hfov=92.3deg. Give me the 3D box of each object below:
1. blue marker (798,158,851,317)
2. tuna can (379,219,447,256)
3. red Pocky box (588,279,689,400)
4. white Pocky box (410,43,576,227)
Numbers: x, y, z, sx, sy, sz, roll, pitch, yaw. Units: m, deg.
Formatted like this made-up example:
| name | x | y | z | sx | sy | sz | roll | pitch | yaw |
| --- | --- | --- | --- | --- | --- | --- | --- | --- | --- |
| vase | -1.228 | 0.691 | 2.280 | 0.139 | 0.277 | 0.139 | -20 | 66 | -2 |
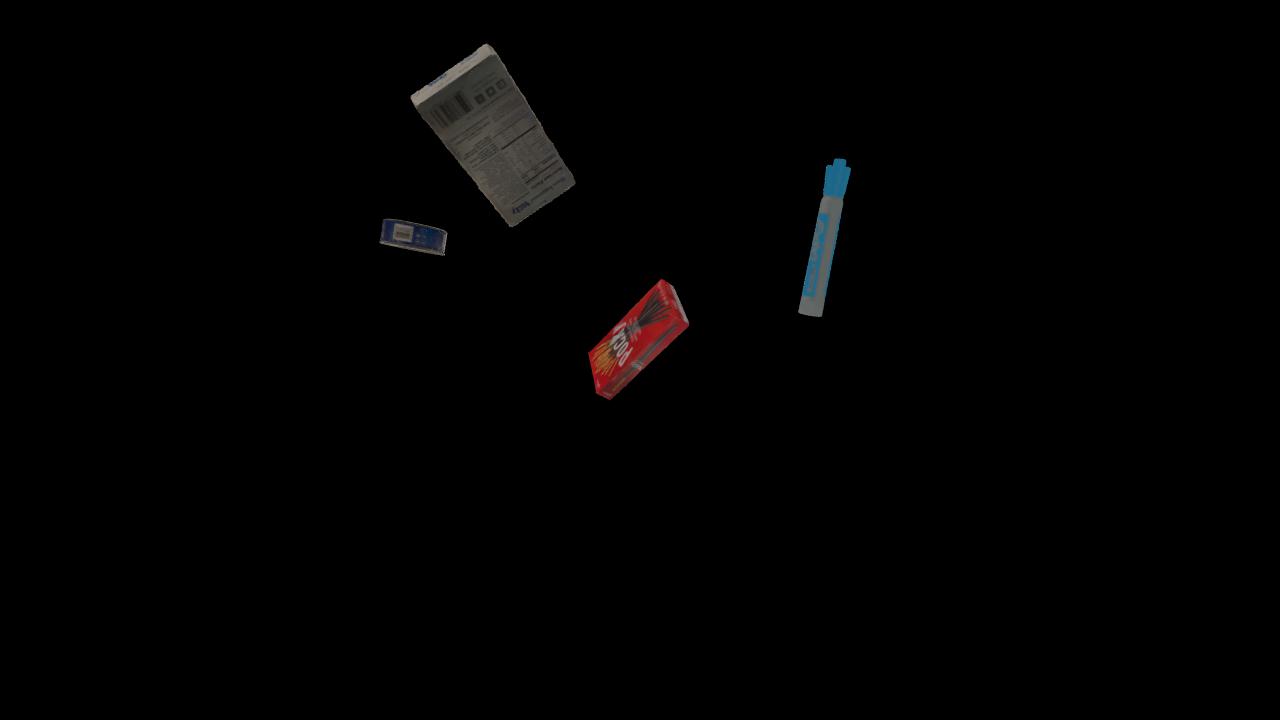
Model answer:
| name | x | y | z | sx | sy | sz | roll | pitch | yaw |
| --- | --- | --- | --- | --- | --- | --- | --- | --- | --- |
| blue marker | 0.145 | -0.095 | 0.481 | 0.020 | 0.121 | 0.020 | 8 | 12 | -2 |
| tuna can | -0.304 | -0.165 | 0.827 | 0.084 | 0.034 | 0.084 | 10 | 5 | -1 |
| red Pocky box | -0.006 | -0.025 | 0.799 | 0.028 | 0.083 | 0.155 | 28 | -61 | -36 |
| white Pocky box | -0.130 | -0.201 | 0.573 | 0.084 | 0.028 | 0.154 | -33 | -37 | 2 |
